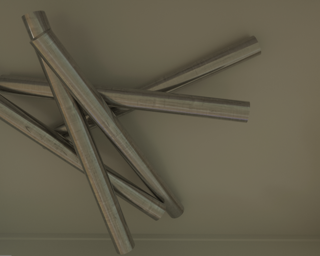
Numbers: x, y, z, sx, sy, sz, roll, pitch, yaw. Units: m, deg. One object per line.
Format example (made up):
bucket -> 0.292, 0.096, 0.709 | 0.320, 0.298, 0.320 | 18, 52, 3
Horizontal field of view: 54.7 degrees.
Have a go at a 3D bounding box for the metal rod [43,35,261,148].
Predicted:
metal rod -> -0.020, -0.042, 0.395 | 0.301, 0.025, 0.025 | -23, 109, 8

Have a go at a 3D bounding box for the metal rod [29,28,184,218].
metal rod -> -0.047, 0.016, 0.382 | 0.025, 0.025, 0.299 | -28, 121, 9

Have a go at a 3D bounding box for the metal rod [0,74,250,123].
metal rod -> -0.048, -0.037, 0.373 | 0.302, 0.025, 0.025 | 7, 110, 6

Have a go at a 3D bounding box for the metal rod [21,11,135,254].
metal rod -> -0.090, 0.016, 0.366 | 0.025, 0.025, 0.298 | -17, 102, 6

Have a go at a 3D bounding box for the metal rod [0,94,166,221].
metal rod -> -0.118, 0.029, 0.392 | 0.301, 0.025, 0.025 | 36, 106, -12
